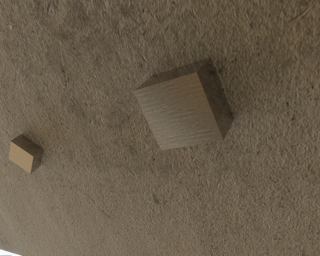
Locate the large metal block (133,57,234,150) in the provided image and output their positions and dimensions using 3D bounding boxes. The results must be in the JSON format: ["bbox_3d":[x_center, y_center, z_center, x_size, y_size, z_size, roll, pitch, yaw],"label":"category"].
[{"bbox_3d":[0.029,-0.026,0.358,0.080,0.050,0.080,-12,113,33],"label":"large metal block"}]

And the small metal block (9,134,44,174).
[{"bbox_3d":[-0.243,0.047,0.561,0.050,0.025,0.050,33,128,6],"label":"small metal block"}]
